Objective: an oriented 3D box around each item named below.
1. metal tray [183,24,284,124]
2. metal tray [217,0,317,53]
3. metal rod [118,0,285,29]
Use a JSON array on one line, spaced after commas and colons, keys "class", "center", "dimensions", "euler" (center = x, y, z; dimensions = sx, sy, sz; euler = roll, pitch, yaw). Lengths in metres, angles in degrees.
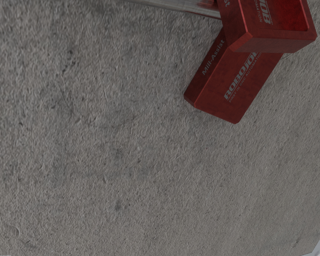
[{"class": "metal tray", "center": [0.101, -0.076, 0.412], "dimensions": [0.091, 0.030, 0.129], "euler": [19, 108, -36]}, {"class": "metal tray", "center": [0.102, -0.143, 0.317], "dimensions": [0.091, 0.030, 0.129], "euler": [-5, 78, -25]}, {"class": "metal rod", "center": [0.002, -0.131, 0.304], "dimensions": [0.302, 0.025, 0.025], "euler": [2, 118, -22]}]
